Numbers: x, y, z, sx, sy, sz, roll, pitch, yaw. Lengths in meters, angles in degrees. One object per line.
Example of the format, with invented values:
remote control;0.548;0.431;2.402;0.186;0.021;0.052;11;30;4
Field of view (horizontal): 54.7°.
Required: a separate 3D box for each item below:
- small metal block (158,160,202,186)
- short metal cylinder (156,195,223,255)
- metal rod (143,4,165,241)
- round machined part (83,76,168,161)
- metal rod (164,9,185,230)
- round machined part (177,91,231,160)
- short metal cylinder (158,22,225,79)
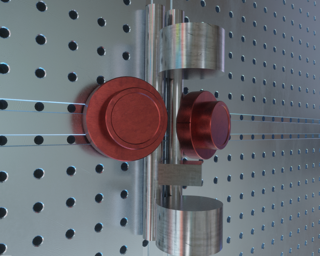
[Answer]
small metal block;0.027;0.055;0.385;0.050;0.050;0.025;6;85;-82
short metal cylinder;0.035;0.115;0.375;0.081;0.080;0.050;1;90;-40
metal rod;-0.008;-0.008;0.401;0.025;0.025;0.298;1;89;-40
round machined part;-0.034;-0.010;0.353;0.099;0.042;0.097;0;90;-26
metal rod;0.019;-0.009;0.424;0.025;0.025;0.298;1;89;-40
round machined part;0.068;-0.004;0.437;0.099;0.042;0.097;-1;91;-55
short metal cylinder;0.038;-0.090;0.376;0.081;0.080;0.050;1;90;-40
